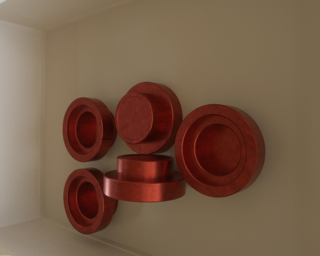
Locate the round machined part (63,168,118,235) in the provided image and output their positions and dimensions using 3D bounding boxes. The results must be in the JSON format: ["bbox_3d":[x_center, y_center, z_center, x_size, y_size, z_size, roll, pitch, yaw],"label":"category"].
[{"bbox_3d":[-0.103,0.109,0.478,0.098,0.042,0.097,0,90,39],"label":"round machined part"}]

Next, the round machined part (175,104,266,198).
[{"bbox_3d":[0.068,0.024,0.339,0.098,0.042,0.097,0,90,39],"label":"round machined part"}]

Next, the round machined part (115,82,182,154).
[{"bbox_3d":[-0.022,-0.013,0.412,0.098,0.042,0.097,0,90,39],"label":"round machined part"}]

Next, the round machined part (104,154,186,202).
[{"bbox_3d":[-0.018,0.055,0.372,0.098,0.099,0.042,3,92,39],"label":"round machined part"}]

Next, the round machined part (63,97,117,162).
[{"bbox_3d":[-0.104,0.003,0.479,0.098,0.042,0.097,0,90,39],"label":"round machined part"}]
